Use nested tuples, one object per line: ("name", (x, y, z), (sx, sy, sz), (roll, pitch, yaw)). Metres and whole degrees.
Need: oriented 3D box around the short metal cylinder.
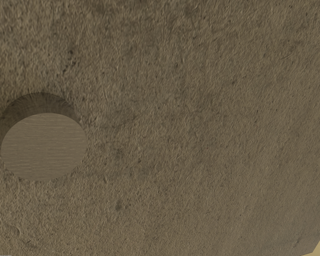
("short metal cylinder", (-0.124, 0.009, 0.328), (0.081, 0.050, 0.079), (-14, 124, -21))
